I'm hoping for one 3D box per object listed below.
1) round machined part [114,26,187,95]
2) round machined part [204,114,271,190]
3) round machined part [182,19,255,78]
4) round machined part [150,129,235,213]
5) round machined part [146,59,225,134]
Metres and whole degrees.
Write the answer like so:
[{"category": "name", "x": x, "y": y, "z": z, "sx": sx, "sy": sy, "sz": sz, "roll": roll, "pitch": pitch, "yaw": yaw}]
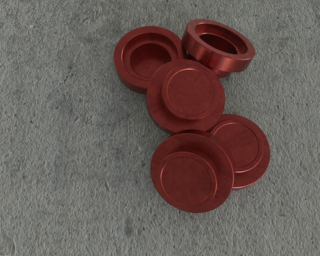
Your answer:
[{"category": "round machined part", "x": -0.013, "y": -0.089, "z": 0.433, "sx": 0.099, "sy": 0.042, "sz": 0.098, "roll": 0, "pitch": 70, "yaw": -1}, {"category": "round machined part", "x": 0.091, "y": 0.027, "z": 0.391, "sx": 0.099, "sy": 0.042, "sz": 0.098, "roll": 0, "pitch": 70, "yaw": -1}, {"category": "round machined part", "x": 0.076, "y": -0.105, "z": 0.425, "sx": 0.099, "sy": 0.042, "sz": 0.098, "roll": 13, "pitch": 42, "yaw": -12}, {"category": "round machined part", "x": 0.034, "y": 0.053, "z": 0.354, "sx": 0.098, "sy": 0.042, "sz": 0.097, "roll": 5, "pitch": 105, "yaw": 18}, {"category": "round machined part", "x": 0.033, "y": -0.039, "z": 0.380, "sx": 0.099, "sy": 0.042, "sz": 0.097, "roll": 1, "pitch": 80, "yaw": -8}]
